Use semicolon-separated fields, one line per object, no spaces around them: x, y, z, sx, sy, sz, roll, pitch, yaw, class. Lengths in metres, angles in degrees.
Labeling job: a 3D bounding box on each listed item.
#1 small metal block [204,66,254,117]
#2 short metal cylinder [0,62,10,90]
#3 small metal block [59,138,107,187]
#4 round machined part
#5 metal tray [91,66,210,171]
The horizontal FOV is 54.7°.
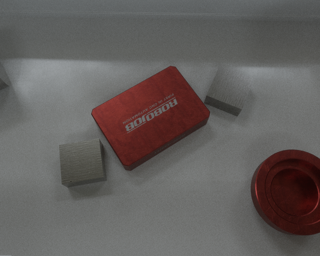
0.095;-0.051;0.430;0.050;0.025;0.050;23;71;7;small metal block
-0.244;-0.080;0.407;0.050;0.080;0.080;-29;73;-10;short metal cylinder
-0.097;0.044;0.392;0.050;0.025;0.050;-9;70;-4;small metal block
0.159;0.078;0.374;0.099;0.042;0.098;0;70;-1;round machined part
-0.012;-0.015;0.412;0.131;0.030;0.090;-31;73;-11;metal tray
